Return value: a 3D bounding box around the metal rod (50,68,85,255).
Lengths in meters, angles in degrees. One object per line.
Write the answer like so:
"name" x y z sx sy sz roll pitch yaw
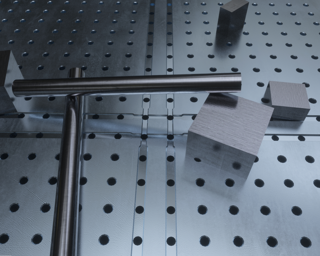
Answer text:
"metal rod" -0.110 0.031 0.380 0.025 0.025 0.300 -6 50 -5

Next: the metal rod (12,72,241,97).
"metal rod" -0.049 -0.056 0.407 0.301 0.025 0.025 0 50 9

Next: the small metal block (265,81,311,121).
"small metal block" 0.180 -0.039 0.442 0.050 0.025 0.050 6 50 5

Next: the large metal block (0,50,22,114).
"large metal block" -0.250 -0.063 0.442 0.081 0.050 0.080 -8 51 -7

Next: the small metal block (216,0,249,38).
"small metal block" 0.131 -0.200 0.560 0.050 0.050 0.025 -37 59 -27

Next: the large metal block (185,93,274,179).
"large metal block" 0.087 0.005 0.388 0.080 0.050 0.080 21 53 17
